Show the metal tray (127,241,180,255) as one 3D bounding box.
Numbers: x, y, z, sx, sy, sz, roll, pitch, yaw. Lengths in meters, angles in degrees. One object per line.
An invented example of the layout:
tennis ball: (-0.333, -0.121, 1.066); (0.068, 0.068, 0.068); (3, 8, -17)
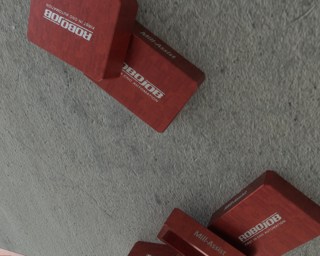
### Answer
metal tray: (-0.027, 0.249, 0.507); (0.090, 0.131, 0.030); (-4, 116, 30)

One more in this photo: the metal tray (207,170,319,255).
metal tray: (0.135, 0.124, 0.409); (0.090, 0.030, 0.129); (38, 129, 2)

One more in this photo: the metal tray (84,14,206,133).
metal tray: (-0.023, -0.065, 0.375); (0.130, 0.030, 0.089); (38, 129, 2)

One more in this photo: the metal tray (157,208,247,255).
metal tray: (0.061, 0.178, 0.456); (0.130, 0.030, 0.090); (33, 150, 11)

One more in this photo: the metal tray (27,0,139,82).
metal tray: (-0.093, -0.120, 0.351); (0.130, 0.030, 0.089); (31, 118, 23)
